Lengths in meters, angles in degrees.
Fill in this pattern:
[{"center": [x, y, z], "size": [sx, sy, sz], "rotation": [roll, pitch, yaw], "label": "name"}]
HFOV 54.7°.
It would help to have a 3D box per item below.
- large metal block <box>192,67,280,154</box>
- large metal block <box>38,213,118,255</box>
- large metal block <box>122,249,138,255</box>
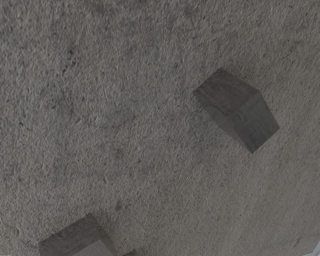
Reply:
[{"center": [0.101, -0.023, 0.411], "size": [0.050, 0.080, 0.080], "rotation": [-43, 129, 2], "label": "large metal block"}, {"center": [-0.112, 0.182, 0.442], "size": [0.080, 0.050, 0.080], "rotation": [-29, 128, -10], "label": "large metal block"}, {"center": [-0.061, 0.265, 0.521], "size": [0.081, 0.050, 0.080], "rotation": [-24, 127, -14], "label": "large metal block"}]
